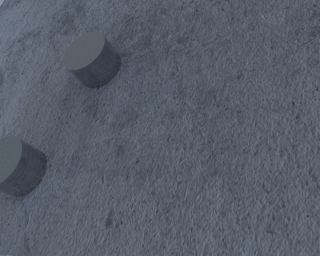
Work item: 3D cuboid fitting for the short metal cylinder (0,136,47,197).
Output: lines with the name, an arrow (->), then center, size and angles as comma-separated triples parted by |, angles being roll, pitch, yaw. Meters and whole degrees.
short metal cylinder -> -0.221, 0.058, 0.468 | 0.080, 0.050, 0.080 | -13, 56, 21

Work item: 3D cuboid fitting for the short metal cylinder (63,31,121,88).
short metal cylinder -> -0.112, -0.113, 0.517 | 0.080, 0.050, 0.080 | -13, 56, 21
